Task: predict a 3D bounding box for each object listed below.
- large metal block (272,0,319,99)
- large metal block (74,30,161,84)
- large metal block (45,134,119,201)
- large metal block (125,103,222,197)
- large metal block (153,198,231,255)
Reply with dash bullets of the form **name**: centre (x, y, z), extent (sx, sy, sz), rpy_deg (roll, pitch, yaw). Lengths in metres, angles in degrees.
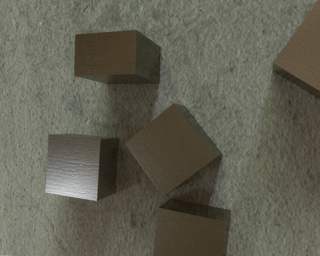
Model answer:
- **large metal block**: centre (0.180, -0.078, 0.332), extent (0.080, 0.050, 0.080), rpy_deg (37, 102, 16)
- **large metal block**: centre (-0.051, -0.087, 0.397), extent (0.080, 0.080, 0.050), rpy_deg (2, 91, 19)
- **large metal block**: centre (-0.108, 0.051, 0.432), extent (0.080, 0.050, 0.079), rpy_deg (4, 91, 19)
- **large metal block**: centre (0.018, 0.026, 0.389), extent (0.080, 0.050, 0.080), rpy_deg (-40, 78, 15)
- **large metal block**: centre (0.040, 0.139, 0.381), extent (0.080, 0.050, 0.079), rpy_deg (7, 92, 19)
